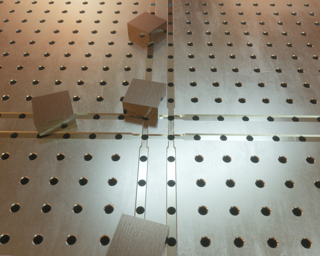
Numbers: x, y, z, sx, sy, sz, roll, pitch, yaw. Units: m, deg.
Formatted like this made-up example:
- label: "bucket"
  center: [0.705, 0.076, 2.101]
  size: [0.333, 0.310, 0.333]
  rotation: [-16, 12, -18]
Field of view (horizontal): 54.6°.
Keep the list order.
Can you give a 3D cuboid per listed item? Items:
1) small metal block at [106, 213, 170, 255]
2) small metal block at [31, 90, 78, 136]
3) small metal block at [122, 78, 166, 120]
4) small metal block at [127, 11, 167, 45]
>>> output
- label: "small metal block"
  center: [-0.021, 0.119, 0.308]
  size: [0.050, 0.025, 0.050]
  rotation: [12, 51, 10]
- label: "small metal block"
  center: [-0.145, -0.021, 0.425]
  size: [0.050, 0.025, 0.050]
  rotation: [-15, 52, -12]
- label: "small metal block"
  center: [-0.021, -0.042, 0.443]
  size: [0.050, 0.025, 0.050]
  rotation: [11, 51, 9]
- label: "small metal block"
  center: [-0.023, -0.181, 0.560]
  size: [0.050, 0.025, 0.050]
  rotation: [31, 57, 24]
